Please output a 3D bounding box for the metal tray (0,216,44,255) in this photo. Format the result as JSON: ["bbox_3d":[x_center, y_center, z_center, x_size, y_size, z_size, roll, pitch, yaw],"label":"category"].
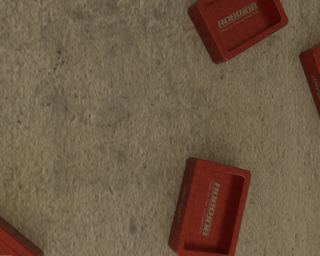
[{"bbox_3d":[-0.205,0.165,0.330,0.130,0.030,0.090,-45,105,-15],"label":"metal tray"}]

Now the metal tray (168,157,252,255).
[{"bbox_3d":[0.071,0.113,0.433,0.091,0.030,0.129,15,85,-20],"label":"metal tray"}]

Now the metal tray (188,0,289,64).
[{"bbox_3d":[0.116,-0.162,0.450,0.131,0.030,0.090,-33,101,-17],"label":"metal tray"}]

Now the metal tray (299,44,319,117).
[{"bbox_3d":[0.295,-0.081,0.517,0.091,0.030,0.129,-26,99,-19],"label":"metal tray"}]
